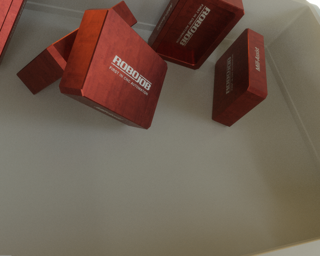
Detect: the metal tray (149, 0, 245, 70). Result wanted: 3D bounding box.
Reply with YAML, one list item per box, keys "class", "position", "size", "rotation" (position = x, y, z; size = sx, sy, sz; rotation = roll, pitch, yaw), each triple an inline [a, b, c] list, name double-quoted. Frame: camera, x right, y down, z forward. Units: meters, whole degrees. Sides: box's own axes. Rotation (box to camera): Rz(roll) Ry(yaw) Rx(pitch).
- class: "metal tray"
  position: [0.048, -0.147, 0.453]
  size: [0.091, 0.129, 0.030]
  rotation: [13, 56, -21]

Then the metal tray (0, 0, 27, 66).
- class: "metal tray"
  position: [-0.193, -0.136, 0.319]
  size: [0.091, 0.129, 0.030]
  rotation: [23, 10, -24]

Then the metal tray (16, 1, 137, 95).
- class: "metal tray"
  position: [-0.095, -0.096, 0.368]
  size: [0.030, 0.090, 0.131]
  rotation: [55, 48, -19]

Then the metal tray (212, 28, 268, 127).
- class: "metal tray"
  position: [0.120, -0.077, 0.475]
  size: [0.030, 0.090, 0.130]
  rotation: [21, 54, -16]

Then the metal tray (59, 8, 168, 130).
- class: "metal tray"
  position: [-0.043, -0.058, 0.345]
  size: [0.130, 0.030, 0.090]
  rotation: [30, 74, -59]
